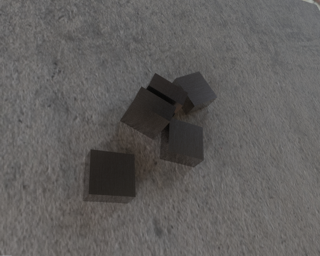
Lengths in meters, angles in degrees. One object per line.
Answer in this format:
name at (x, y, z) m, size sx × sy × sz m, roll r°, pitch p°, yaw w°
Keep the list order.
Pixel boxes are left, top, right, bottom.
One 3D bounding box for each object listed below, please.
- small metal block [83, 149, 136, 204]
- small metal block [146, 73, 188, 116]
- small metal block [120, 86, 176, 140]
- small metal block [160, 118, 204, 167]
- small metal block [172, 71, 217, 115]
small metal block at (-0.056, 0.054, 0.342) m, size 0.050 × 0.025 × 0.050 m, roll 9°, pitch 58°, yaw -24°
small metal block at (0.001, -0.038, 0.413) m, size 0.050 × 0.050 × 0.025 m, roll 30°, pitch 52°, yaw -9°
small metal block at (-0.016, -0.017, 0.391) m, size 0.050 × 0.050 × 0.025 m, roll 31°, pitch 52°, yaw -9°
small metal block at (0.029, 0.019, 0.409) m, size 0.050 × 0.025 × 0.050 m, roll 16°, pitch 55°, yaw -20°
small metal block at (0.049, -0.053, 0.465) m, size 0.050 × 0.025 × 0.050 m, roll -23°, pitch 74°, yaw -36°
